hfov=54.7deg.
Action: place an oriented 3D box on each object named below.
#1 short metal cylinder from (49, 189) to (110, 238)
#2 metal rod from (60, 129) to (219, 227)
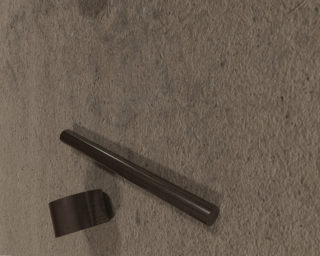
[{"bbox_3d":[-0.121,0.128,0.466,0.080,0.081,0.050,-27,73,36],"label":"short metal cylinder"},{"bbox_3d":[-0.051,0.058,0.444,0.300,0.025,0.025,21,104,37],"label":"metal rod"}]
